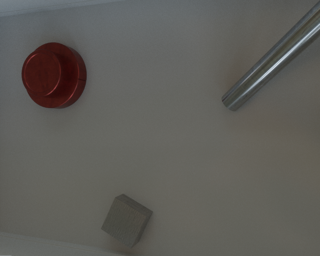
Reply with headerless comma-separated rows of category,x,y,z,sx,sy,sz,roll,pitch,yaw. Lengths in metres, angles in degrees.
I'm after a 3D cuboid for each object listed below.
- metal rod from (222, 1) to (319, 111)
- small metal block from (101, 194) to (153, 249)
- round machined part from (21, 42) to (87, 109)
metal rod,0.160,-0.113,0.282,0.025,0.025,0.298,53,133,12
small metal block,-0.045,0.127,0.425,0.050,0.025,0.050,27,99,17
round machined part,-0.162,-0.078,0.457,0.098,0.042,0.097,0,90,19
